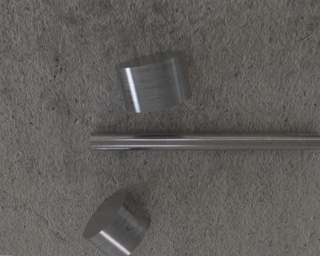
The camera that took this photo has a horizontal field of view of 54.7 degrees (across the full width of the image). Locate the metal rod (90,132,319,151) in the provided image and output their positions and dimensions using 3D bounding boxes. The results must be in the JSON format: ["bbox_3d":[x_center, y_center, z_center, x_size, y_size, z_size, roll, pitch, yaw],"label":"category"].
[{"bbox_3d":[0.060,0.018,0.416,0.302,0.025,0.025,0,110,-1],"label":"metal rod"}]

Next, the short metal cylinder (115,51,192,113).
[{"bbox_3d":[-0.007,-0.056,0.360,0.080,0.080,0.050,-11,110,4],"label":"short metal cylinder"}]

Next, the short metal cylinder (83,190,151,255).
[{"bbox_3d":[-0.059,0.134,0.429,0.080,0.080,0.050,-41,105,13],"label":"short metal cylinder"}]
